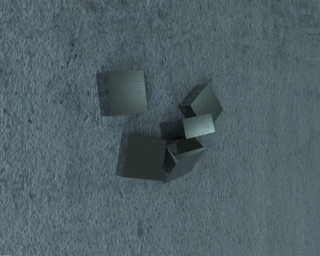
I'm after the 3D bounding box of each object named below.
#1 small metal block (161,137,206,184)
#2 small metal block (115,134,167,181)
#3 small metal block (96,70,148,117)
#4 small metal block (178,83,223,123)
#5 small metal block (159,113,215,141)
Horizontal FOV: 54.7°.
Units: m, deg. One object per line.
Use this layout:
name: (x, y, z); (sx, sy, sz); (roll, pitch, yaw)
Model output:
small metal block: (0.025, 0.042, 0.407); (0.050, 0.050, 0.025); (-17, 56, -39)
small metal block: (-0.023, 0.036, 0.378); (0.050, 0.025, 0.050); (11, 83, -26)
small metal block: (-0.045, -0.041, 0.367); (0.050, 0.025, 0.050); (-10, 97, -40)
small metal block: (0.060, -0.029, 0.455); (0.050, 0.025, 0.050); (-50, 120, -29)
small metal block: (0.036, 0.000, 0.414); (0.050, 0.050, 0.025); (-12, 91, -35)
